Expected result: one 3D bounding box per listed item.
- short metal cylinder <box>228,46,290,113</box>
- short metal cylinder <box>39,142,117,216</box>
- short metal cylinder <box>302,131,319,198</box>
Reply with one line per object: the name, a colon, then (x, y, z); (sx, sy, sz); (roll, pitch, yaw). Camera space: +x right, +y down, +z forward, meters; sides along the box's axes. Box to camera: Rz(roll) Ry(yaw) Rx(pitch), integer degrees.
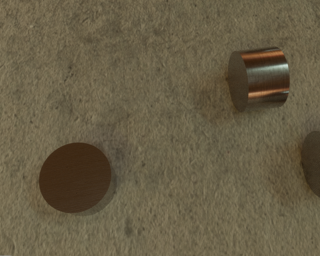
short metal cylinder: (0.125, -0.063, 0.404); (0.050, 0.080, 0.080); (-8, 70, -3)
short metal cylinder: (-0.095, 0.063, 0.371); (0.081, 0.050, 0.080); (0, 70, 0)
short metal cylinder: (0.212, 0.041, 0.367); (0.050, 0.080, 0.080); (-4, 70, -2)
